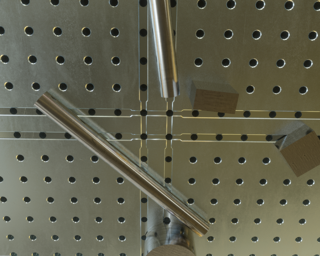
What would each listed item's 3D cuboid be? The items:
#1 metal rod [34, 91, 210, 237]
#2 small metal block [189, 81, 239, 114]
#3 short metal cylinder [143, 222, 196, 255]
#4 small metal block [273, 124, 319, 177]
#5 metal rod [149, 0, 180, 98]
[{"bbox_3d":[-0.044,0.058,0.434,0.300,0.025,0.025,41,105,-14],"label":"metal rod"},{"bbox_3d":[0.066,-0.039,0.386,0.050,0.050,0.025,7,110,-3],"label":"small metal block"},{"bbox_3d":[0.015,0.192,0.471,0.081,0.050,0.079,0,110,0],"label":"short metal cylinder"},{"bbox_3d":[0.195,0.031,0.427,0.050,0.025,0.050,-34,107,11],"label":"small metal block"},{"bbox_3d":[-0.005,-0.181,0.346,0.025,0.025,0.298,-7,110,2],"label":"metal rod"}]
